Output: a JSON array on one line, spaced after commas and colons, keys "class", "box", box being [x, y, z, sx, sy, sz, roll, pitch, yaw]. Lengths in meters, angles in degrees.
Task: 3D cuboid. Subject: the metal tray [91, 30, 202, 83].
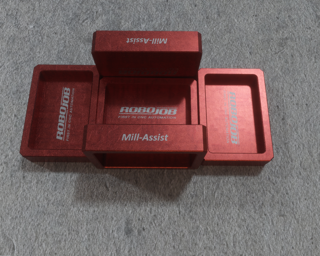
[{"class": "metal tray", "box": [-0.015, -0.088, 0.407, 0.131, 0.090, 0.030, 0, 70, 0]}]

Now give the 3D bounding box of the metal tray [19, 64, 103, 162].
[{"class": "metal tray", "box": [-0.126, -0.021, 0.413, 0.091, 0.030, 0.130, 1, 70, 0]}]

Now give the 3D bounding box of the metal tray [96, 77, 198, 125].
[{"class": "metal tray", "box": [-0.016, -0.021, 0.414, 0.131, 0.030, 0.090, 1, 70, 0]}]

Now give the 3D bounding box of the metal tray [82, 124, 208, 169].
[{"class": "metal tray", "box": [-0.016, 0.025, 0.364, 0.131, 0.090, 0.030, 0, 70, 0]}]

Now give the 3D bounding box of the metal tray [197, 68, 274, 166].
[{"class": "metal tray", "box": [0.095, -0.016, 0.414, 0.091, 0.030, 0.130, 1, 70, 0]}]
